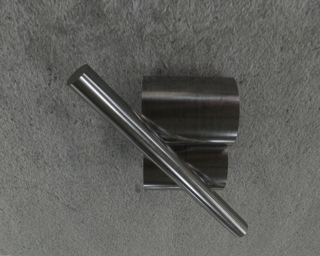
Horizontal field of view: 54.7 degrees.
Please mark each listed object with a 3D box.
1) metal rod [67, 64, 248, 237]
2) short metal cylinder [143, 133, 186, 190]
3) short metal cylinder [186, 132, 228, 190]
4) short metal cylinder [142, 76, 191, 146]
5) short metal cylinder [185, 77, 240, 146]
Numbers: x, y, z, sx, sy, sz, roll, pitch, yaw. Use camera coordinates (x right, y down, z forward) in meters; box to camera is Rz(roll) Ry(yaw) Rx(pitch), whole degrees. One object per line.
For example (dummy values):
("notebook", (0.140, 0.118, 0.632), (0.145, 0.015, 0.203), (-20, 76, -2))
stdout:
("metal rod", (0.019, 0.046, 0.343), (0.025, 0.025, 0.300), (-30, 125, 22))
("short metal cylinder", (0.005, 0.042, 0.408), (0.050, 0.080, 0.079), (1, 130, -1))
("short metal cylinder", (0.056, 0.042, 0.409), (0.050, 0.080, 0.079), (1, 130, -1))
("short metal cylinder", (0.006, -0.020, 0.356), (0.050, 0.080, 0.079), (1, 130, -1))
("short metal cylinder", (0.056, -0.019, 0.357), (0.050, 0.080, 0.079), (1, 130, -1))
